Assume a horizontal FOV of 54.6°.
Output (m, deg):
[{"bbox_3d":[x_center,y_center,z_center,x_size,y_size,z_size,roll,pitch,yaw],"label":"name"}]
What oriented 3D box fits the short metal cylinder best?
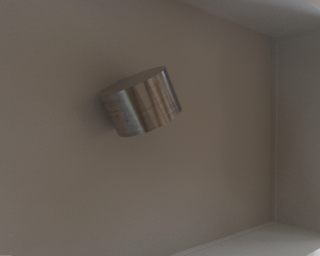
[{"bbox_3d":[-0.022,-0.031,0.352,0.080,0.080,0.050,-35,112,-34],"label":"short metal cylinder"}]
